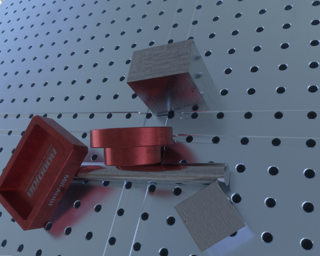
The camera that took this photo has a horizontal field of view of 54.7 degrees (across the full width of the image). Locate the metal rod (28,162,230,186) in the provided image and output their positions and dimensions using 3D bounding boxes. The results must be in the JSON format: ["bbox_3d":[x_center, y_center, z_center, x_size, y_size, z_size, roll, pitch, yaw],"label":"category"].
[{"bbox_3d":[-0.062,0.057,0.403,0.301,0.025,0.025,-3,61,26],"label":"metal rod"}]

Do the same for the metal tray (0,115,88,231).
[{"bbox_3d":[-0.165,0.059,0.422,0.090,0.030,0.129,33,95,28],"label":"metal tray"}]

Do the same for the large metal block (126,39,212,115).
[{"bbox_3d":[0.016,-0.062,0.401,0.080,0.080,0.050,-5,60,25],"label":"large metal block"}]

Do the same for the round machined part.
[{"bbox_3d":[-0.033,0.022,0.372,0.098,0.098,0.042,-3,89,26],"label":"round machined part"}]

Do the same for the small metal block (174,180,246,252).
[{"bbox_3d":[0.050,0.088,0.315,0.050,0.025,0.050,-33,78,6],"label":"small metal block"}]
